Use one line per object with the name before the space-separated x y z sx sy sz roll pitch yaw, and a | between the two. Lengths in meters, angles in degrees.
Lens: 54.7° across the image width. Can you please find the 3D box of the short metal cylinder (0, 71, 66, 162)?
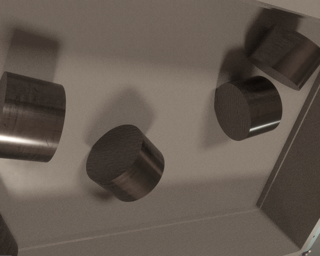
short metal cylinder | -0.129 -0.009 0.297 0.050 0.080 0.079 12 112 -34

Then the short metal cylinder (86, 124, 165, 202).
short metal cylinder | -0.042 0.042 0.378 0.080 0.080 0.050 -41 130 -1

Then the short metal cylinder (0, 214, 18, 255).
short metal cylinder | -0.208 0.135 0.343 0.081 0.080 0.050 -18 126 -18

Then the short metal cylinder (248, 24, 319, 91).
short metal cylinder | 0.165 -0.092 0.409 0.080 0.080 0.050 25 105 -37

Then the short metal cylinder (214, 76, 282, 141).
short metal cylinder | 0.118 -0.027 0.423 0.050 0.080 0.079 -16 125 -20
